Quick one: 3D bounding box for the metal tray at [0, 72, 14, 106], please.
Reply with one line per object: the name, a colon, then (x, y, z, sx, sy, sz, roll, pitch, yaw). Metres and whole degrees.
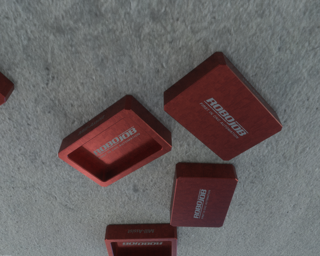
metal tray: (-0.253, -0.043, 0.363, 0.130, 0.030, 0.090, -26, 126, 20)

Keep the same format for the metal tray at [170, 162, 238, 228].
metal tray: (0.066, 0.112, 0.500, 0.091, 0.030, 0.129, 2, 130, -3)

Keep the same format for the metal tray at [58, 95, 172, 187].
metal tray: (-0.061, 0.023, 0.422, 0.130, 0.030, 0.090, -31, 124, 23)

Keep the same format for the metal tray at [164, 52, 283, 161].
metal tray: (0.079, -0.021, 0.388, 0.090, 0.030, 0.130, -36, 122, 26)

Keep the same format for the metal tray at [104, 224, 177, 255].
metal tray: (-0.033, 0.222, 0.592, 0.131, 0.030, 0.089, -1, 130, 0)
